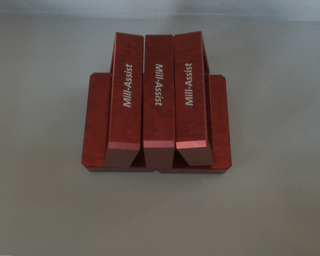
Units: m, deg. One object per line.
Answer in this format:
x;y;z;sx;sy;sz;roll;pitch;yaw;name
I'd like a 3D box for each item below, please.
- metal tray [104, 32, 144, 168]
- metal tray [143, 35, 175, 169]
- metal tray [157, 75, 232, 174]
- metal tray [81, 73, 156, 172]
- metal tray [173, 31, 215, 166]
-0.042;-0.028;0.348;0.030;0.090;0.130;5;70;-12;metal tray
-0.001;-0.027;0.350;0.030;0.090;0.130;0;68;0;metal tray
0.042;-0.007;0.408;0.091;0.030;0.130;1;70;0;metal tray
-0.049;-0.009;0.407;0.091;0.030;0.130;1;70;0;metal tray
0.040;-0.029;0.350;0.030;0.090;0.130;-5;70;14;metal tray
